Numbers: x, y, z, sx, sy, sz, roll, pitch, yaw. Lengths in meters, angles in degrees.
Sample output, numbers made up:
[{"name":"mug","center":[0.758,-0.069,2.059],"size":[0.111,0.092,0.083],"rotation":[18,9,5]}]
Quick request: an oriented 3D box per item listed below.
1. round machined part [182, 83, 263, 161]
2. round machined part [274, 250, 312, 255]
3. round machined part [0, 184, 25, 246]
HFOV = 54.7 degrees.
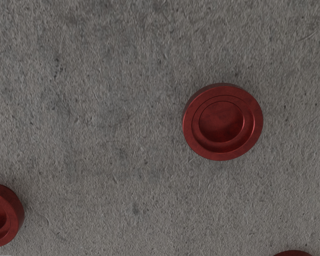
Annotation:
[{"name":"round machined part","center":[0.077,-0.010,0.397],"size":[0.099,0.042,0.097],"rotation":[0,110,0]},{"name":"round machined part","center":[0.215,0.248,0.494],"size":[0.099,0.042,0.097],"rotation":[0,110,0]},{"name":"round machined part","center":[-0.243,0.118,0.442],"size":[0.099,0.042,0.097],"rotation":[0,110,0]}]
